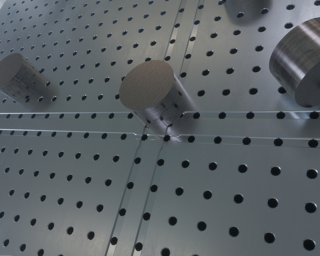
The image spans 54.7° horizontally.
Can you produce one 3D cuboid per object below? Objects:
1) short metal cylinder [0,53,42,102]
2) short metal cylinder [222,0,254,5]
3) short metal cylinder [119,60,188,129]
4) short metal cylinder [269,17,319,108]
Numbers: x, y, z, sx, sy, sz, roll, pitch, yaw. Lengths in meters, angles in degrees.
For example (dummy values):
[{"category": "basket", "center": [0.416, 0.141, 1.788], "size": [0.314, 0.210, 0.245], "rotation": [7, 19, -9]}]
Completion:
[{"category": "short metal cylinder", "center": [-0.278, -0.097, 0.598], "size": [0.080, 0.050, 0.080], "rotation": [-13, 56, 21]}, {"category": "short metal cylinder", "center": [0.124, -0.237, 0.472], "size": [0.080, 0.050, 0.080], "rotation": [-13, 56, 21]}, {"category": "short metal cylinder", "center": [-0.008, -0.046, 0.425], "size": [0.080, 0.050, 0.080], "rotation": [-13, 56, 21]}, {"category": "short metal cylinder", "center": [0.165, -0.068, 0.328], "size": [0.080, 0.080, 0.050], "rotation": [-30, 52, 9]}]
